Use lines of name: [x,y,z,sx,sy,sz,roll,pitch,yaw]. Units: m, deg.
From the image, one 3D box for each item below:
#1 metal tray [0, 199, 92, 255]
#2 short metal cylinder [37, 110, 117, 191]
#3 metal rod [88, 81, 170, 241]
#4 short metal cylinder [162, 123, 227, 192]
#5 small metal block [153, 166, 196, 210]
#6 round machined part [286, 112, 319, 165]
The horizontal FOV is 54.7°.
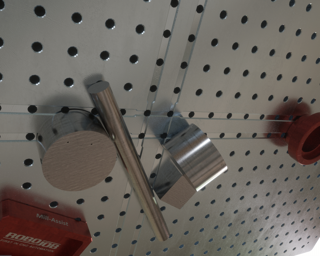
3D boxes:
metal tray: [-0.169,0.154,0.410,0.130,0.030,0.090,34,99,-39]
short metal cylinder: [-0.097,0.026,0.358,0.081,0.050,0.079,-14,124,-21]
metal rod: [-0.032,0.068,0.435,0.025,0.025,0.299,-27,128,-12]
short metal cylinder: [0.047,0.040,0.426,0.050,0.080,0.080,-36,129,-5]
small metal block: [0.027,0.094,0.484,0.050,0.025,0.050,-49,129,6]
round machined part: [0.267,0.015,0.555,0.099,0.042,0.097,-14,124,-21]
